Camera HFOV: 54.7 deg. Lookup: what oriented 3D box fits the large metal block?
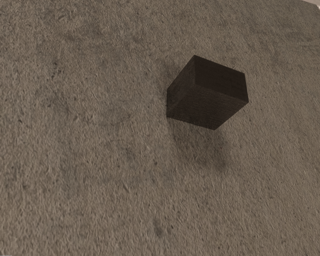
[{"bbox_3d":[0.063,-0.046,0.432,0.081,0.080,0.050,15,56,-20],"label":"large metal block"}]
